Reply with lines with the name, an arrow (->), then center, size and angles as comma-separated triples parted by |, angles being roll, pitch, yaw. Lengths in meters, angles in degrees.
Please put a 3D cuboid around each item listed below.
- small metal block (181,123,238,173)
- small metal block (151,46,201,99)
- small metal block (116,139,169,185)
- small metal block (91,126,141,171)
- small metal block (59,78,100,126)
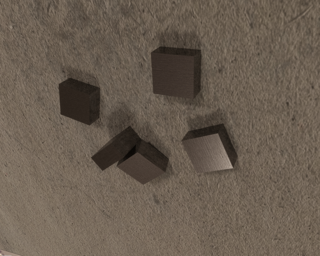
small metal block -> 0.063, 0.026, 0.389 | 0.050, 0.025, 0.050 | -14, 111, 33
small metal block -> 0.019, -0.064, 0.356 | 0.050, 0.025, 0.050 | 11, 123, 22
small metal block -> -0.024, 0.049, 0.441 | 0.050, 0.025, 0.050 | 38, 131, -20
small metal block -> -0.062, 0.028, 0.439 | 0.050, 0.050, 0.025 | -33, 99, 38
small metal block -> -0.114, -0.038, 0.442 | 0.050, 0.025, 0.050 | 20, 126, 16
